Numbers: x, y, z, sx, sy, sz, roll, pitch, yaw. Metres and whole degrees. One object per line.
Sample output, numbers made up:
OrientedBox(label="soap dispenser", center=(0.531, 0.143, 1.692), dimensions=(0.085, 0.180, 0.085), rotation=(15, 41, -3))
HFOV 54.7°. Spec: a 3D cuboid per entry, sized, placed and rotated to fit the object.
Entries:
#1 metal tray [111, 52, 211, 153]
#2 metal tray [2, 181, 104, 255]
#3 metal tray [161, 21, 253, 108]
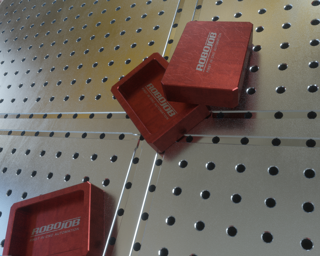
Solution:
OrientedBox(label="metal tray", center=(-0.003, -0.040, 0.429), dimensions=(0.090, 0.030, 0.130), rotation=(-39, 51, 1))
OrientedBox(label="metal tray", center=(-0.136, 0.129, 0.395), dimensions=(0.130, 0.030, 0.090), rotation=(-18, 55, 17))
OrientedBox(label="metal tray", center=(0.064, -0.087, 0.397), dimensions=(0.090, 0.030, 0.130), rotation=(8, 54, 19))
